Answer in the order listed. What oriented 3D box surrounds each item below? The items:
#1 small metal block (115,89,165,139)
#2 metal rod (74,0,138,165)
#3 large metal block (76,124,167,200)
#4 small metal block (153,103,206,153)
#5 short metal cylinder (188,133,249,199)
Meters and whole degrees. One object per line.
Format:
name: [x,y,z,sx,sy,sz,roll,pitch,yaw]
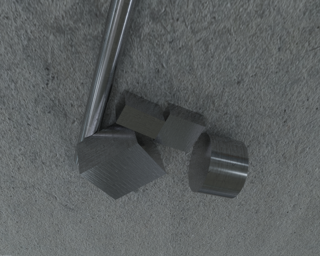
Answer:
small metal block: [-0.025,-0.017,0.373,0.050,0.050,0.025,23,111,-19]
metal rod: [-0.062,-0.062,0.353,0.025,0.025,0.298,14,129,-12]
large metal block: [-0.050,0.041,0.407,0.080,0.050,0.080,-29,137,9]
small metal block: [0.024,0.000,0.408,0.050,0.025,0.050,19,128,-16]
short metal cylinder: [0.076,0.051,0.416,0.050,0.080,0.079,13,129,-11]
